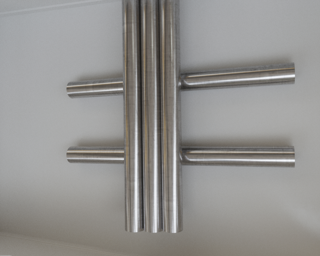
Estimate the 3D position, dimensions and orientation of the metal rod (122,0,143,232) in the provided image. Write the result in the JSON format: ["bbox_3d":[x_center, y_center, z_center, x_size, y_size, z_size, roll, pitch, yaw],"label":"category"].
[{"bbox_3d":[-0.034,-0.021,0.394,0.025,0.025,0.298,-1,90,20],"label":"metal rod"}]

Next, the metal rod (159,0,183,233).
[{"bbox_3d":[0.013,-0.026,0.377,0.025,0.025,0.298,-1,90,20],"label":"metal rod"}]

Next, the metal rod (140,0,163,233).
[{"bbox_3d":[-0.010,-0.023,0.385,0.025,0.025,0.298,-1,90,20],"label":"metal rod"}]

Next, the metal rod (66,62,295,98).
[{"bbox_3d":[0.012,-0.059,0.405,0.301,0.025,0.025,-1,90,19],"label":"metal rod"}]

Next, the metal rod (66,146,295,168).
[{"bbox_3d":[0.012,0.036,0.405,0.301,0.025,0.025,-1,90,19],"label":"metal rod"}]
